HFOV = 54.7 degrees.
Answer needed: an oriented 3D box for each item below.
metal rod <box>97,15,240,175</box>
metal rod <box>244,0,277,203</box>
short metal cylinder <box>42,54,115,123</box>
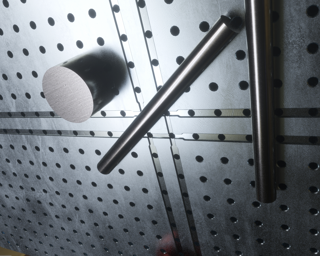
[{"bbox_3d":[-0.010,-0.020,0.403,0.025,0.025,0.298,43,129,-1],"label":"metal rod"},{"bbox_3d":[0.107,-0.043,0.327,0.025,0.025,0.298,3,120,27],"label":"metal rod"},{"bbox_3d":[-0.110,-0.053,0.420,0.080,0.050,0.079,13,124,21],"label":"short metal cylinder"}]
